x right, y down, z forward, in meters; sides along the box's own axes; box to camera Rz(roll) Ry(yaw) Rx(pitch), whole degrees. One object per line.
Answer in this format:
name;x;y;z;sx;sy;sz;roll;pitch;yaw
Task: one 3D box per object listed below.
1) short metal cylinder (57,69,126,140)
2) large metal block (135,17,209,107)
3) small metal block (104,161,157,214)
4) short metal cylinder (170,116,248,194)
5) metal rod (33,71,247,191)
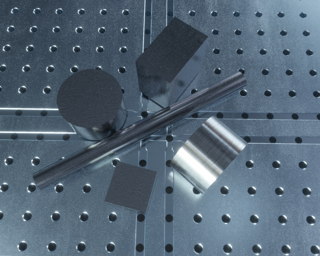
short metal cylinder;-0.087;-0.029;0.404;0.081;0.050;0.080;0;70;0
large metal block;0.015;-0.082;0.409;0.050;0.080;0.080;35;74;11
small metal block;-0.034;0.074;0.381;0.050;0.025;0.050;14;71;5
short metal cylinder;0.058;0.032;0.368;0.050;0.080;0.080;42;75;13
metal rod;-0.018;0.000;0.408;0.302;0.025;0.025;-27;73;-10
